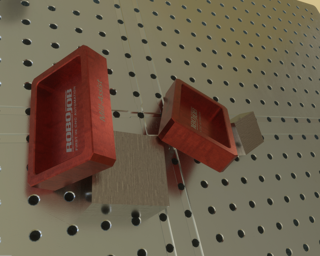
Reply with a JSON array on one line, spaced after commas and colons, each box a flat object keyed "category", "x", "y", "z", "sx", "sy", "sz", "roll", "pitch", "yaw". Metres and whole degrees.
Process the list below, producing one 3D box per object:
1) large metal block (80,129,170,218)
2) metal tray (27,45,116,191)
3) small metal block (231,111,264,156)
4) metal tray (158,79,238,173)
[{"category": "large metal block", "x": -0.040, "y": 0.052, "z": 0.340, "sx": 0.081, "sy": 0.050, "sz": 0.080, "roll": 9, "pitch": 58, "yaw": -24}, {"category": "metal tray", "x": -0.094, "y": -0.011, "z": 0.321, "sx": 0.030, "sy": 0.090, "sz": 0.130, "roll": 28, "pitch": 45, "yaw": -51}, {"category": "small metal block", "x": 0.123, "y": 0.008, "z": 0.461, "sx": 0.050, "sy": 0.025, "sz": 0.050, "roll": -26, "pitch": 99, "yaw": -37}, {"category": "metal tray", "x": 0.049, "y": -0.009, "z": 0.405, "sx": 0.090, "sy": 0.030, "sz": 0.130, "roll": 29, "pitch": 28, "yaw": -11}]
